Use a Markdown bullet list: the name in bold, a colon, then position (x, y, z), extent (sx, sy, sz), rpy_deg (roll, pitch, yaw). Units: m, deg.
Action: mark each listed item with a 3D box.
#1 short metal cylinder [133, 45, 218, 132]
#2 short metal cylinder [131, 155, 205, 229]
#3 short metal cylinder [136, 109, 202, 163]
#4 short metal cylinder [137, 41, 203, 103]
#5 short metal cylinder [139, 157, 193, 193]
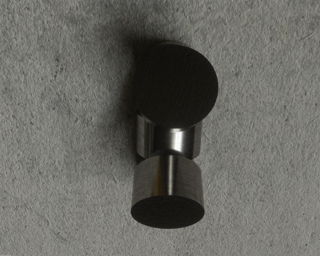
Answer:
- **short metal cylinder**: position (0.014, -0.037, 0.315), extent (0.081, 0.050, 0.080), rpy_deg (0, 85, -1)
- **short metal cylinder**: position (0.009, 0.075, 0.355), extent (0.080, 0.050, 0.080), rpy_deg (1, 138, 1)
- **short metal cylinder**: position (0.011, 0.003, 0.383), extent (0.081, 0.080, 0.050), rpy_deg (1, 110, -1)
- **short metal cylinder**: position (0.012, -0.063, 0.375), extent (0.081, 0.050, 0.079), rpy_deg (0, 110, 0)
- **short metal cylinder**: position (0.009, 0.063, 0.421), extent (0.081, 0.050, 0.079), rpy_deg (0, 110, 0)
